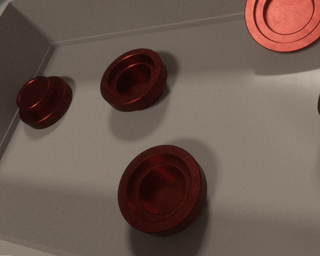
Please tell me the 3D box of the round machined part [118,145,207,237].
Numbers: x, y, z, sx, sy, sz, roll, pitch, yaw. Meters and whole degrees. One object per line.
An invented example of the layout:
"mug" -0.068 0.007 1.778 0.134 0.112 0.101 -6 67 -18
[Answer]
"round machined part" 0.006 0.072 0.347 0.098 0.042 0.098 -13 56 20

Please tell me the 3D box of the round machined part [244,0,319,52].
"round machined part" 0.157 -0.143 0.379 0.098 0.042 0.097 6 106 23

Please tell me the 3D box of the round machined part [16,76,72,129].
"round machined part" -0.203 -0.050 0.530 0.098 0.042 0.098 -13 56 20

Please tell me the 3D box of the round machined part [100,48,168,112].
"round machined part" -0.034 -0.064 0.450 0.098 0.042 0.098 -13 56 20

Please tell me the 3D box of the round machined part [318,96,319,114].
"round machined part" 0.194 -0.045 0.285 0.098 0.098 0.042 -48 52 -6
